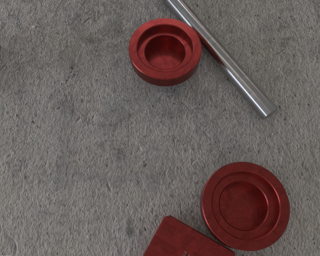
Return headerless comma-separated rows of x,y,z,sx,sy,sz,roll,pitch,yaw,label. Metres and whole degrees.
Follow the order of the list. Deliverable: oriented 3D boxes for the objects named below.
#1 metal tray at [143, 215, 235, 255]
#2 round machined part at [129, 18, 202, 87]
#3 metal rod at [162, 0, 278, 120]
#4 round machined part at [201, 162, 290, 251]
0.014,0.176,0.341,0.090,0.030,0.130,28,72,9,metal tray
0.007,-0.102,0.436,0.099,0.042,0.098,0,70,0,round machined part
0.065,-0.136,0.458,0.025,0.025,0.299,-32,73,-11,metal rod
0.096,0.092,0.366,0.099,0.042,0.098,0,70,0,round machined part
